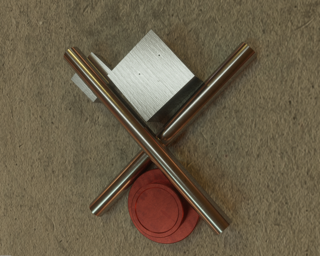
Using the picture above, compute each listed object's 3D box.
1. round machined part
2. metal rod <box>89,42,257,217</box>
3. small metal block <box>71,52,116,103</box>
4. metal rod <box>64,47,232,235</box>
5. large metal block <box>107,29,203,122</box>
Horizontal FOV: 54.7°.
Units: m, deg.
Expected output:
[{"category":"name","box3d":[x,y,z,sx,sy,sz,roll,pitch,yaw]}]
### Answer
[{"category":"round machined part","box3d":[0.003,0.101,0.399,0.098,0.042,0.097,0,90,19]},{"category":"metal rod","box3d":[0.009,0.010,0.408,0.025,0.025,0.299,46,104,14]},{"category":"small metal block","box3d":[-0.089,-0.071,0.442,0.050,0.025,0.050,45,103,14]},{"category":"metal rod","box3d":[-0.024,0.007,0.391,0.025,0.025,0.300,-45,77,14]},{"category":"large metal block","box3d":[-0.005,-0.064,0.399,0.080,0.050,0.080,-43,77,14]}]
